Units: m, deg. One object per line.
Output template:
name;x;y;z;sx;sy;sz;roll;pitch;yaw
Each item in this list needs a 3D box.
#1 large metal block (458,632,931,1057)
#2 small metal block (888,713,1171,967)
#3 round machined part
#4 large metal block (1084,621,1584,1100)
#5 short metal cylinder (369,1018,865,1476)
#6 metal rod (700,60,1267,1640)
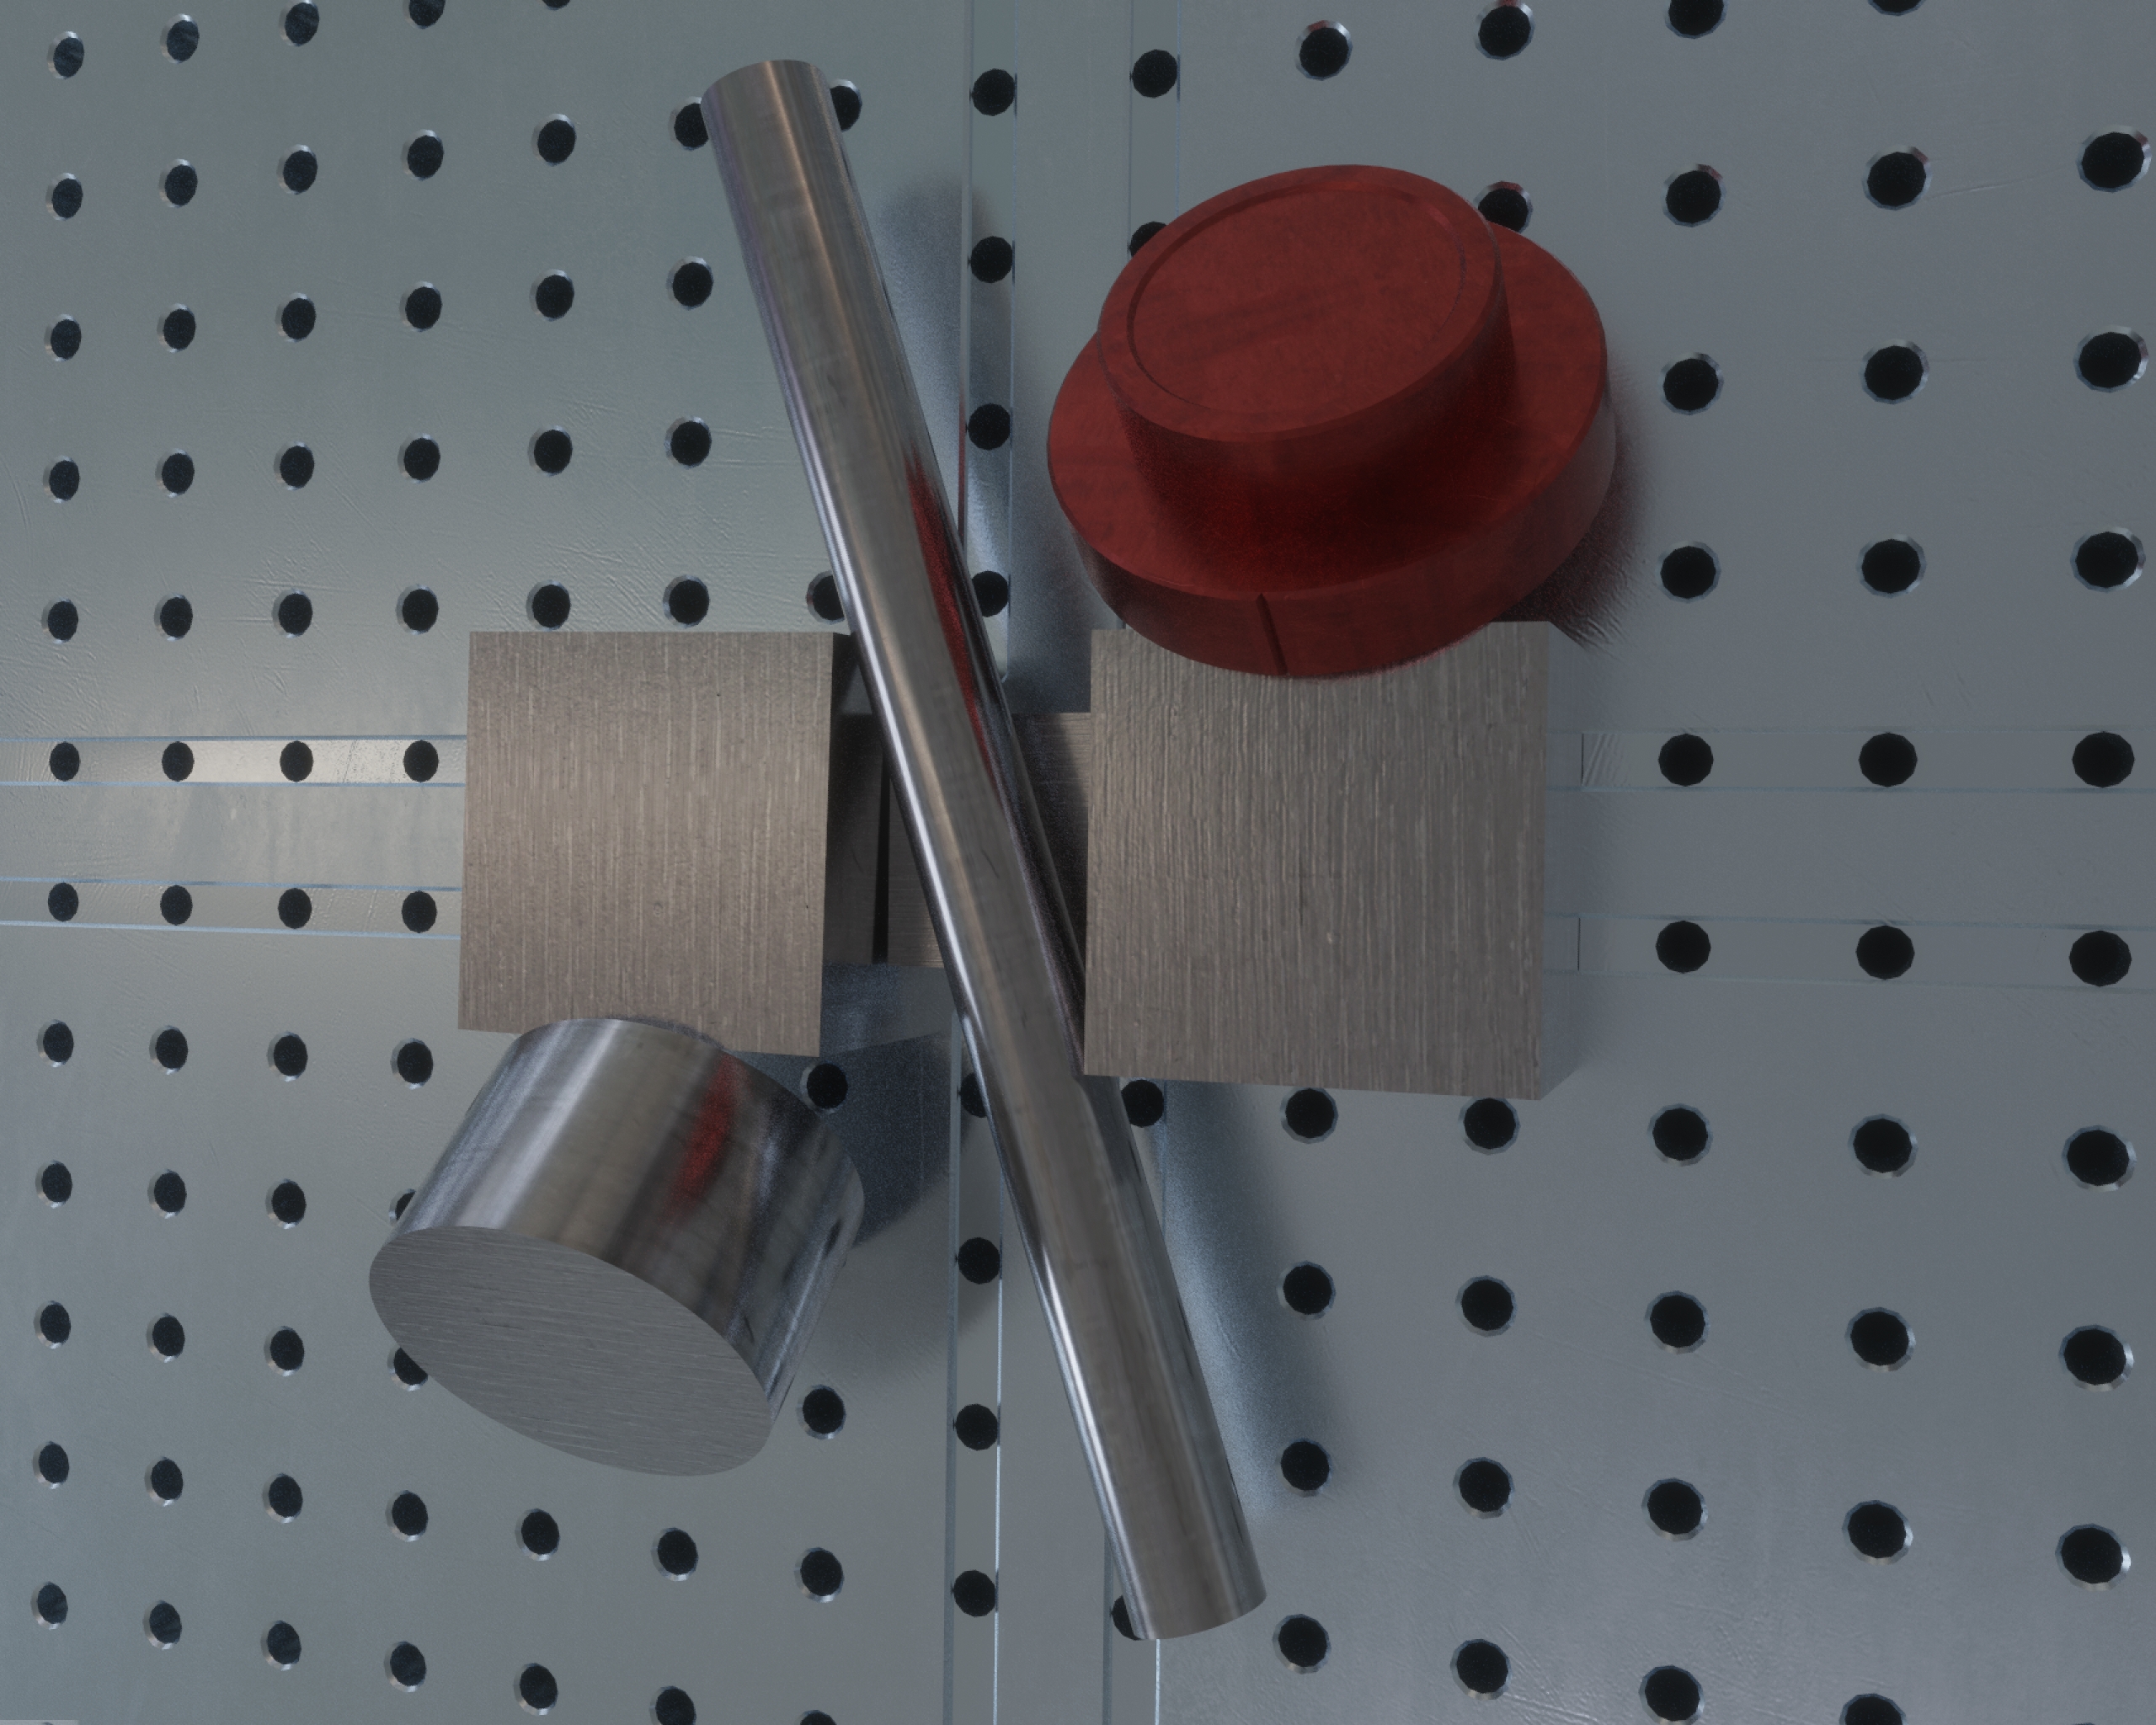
large metal block;-0.076;-0.005;0.427;0.080;0.050;0.079;2;91;20
small metal block;-0.009;-0.004;0.416;0.050;0.025;0.050;1;90;20
round machined part;0.041;-0.083;0.363;0.098;0.042;0.098;-9;53;12
large metal block;0.048;-0.001;0.383;0.080;0.050;0.079;1;90;20
short metal cylinder;-0.088;0.076;0.408;0.080;0.050;0.080;11;136;11
metal rod;-0.020;-0.007;0.392;0.025;0.025;0.299;-18;84;19
